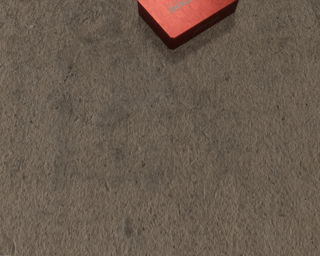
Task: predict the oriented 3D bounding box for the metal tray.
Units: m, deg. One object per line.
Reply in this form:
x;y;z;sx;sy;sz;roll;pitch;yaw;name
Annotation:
0.043;-0.189;0.475;0.131;0.030;0.090;-34;74;-12;metal tray
